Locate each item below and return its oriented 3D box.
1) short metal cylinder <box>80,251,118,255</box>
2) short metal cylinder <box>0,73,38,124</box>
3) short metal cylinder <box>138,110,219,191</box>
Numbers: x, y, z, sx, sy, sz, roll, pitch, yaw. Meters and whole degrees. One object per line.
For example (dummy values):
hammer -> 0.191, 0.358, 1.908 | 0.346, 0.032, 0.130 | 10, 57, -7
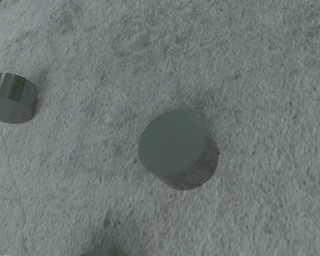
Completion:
short metal cylinder -> -0.057, 0.170, 0.312 | 0.080, 0.050, 0.080 | -13, 56, 20
short metal cylinder -> -0.257, -0.049, 0.531 | 0.080, 0.080, 0.050 | -13, 57, 21
short metal cylinder -> 0.022, 0.026, 0.359 | 0.080, 0.050, 0.080 | -13, 56, 20
